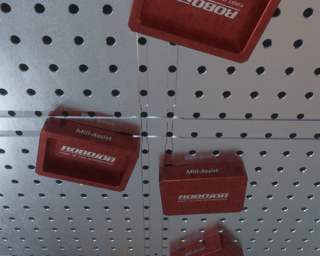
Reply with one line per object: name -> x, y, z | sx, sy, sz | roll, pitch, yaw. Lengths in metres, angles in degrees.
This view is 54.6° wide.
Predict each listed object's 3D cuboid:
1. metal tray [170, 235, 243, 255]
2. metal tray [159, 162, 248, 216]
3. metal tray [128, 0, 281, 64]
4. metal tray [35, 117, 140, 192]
metal tray -> 0.097, 0.273, 0.641 | 0.130, 0.030, 0.090 | -31, 124, 23
metal tray -> 0.067, 0.099, 0.492 | 0.131, 0.030, 0.090 | -4, 130, 3
metal tray -> 0.043, -0.124, 0.302 | 0.131, 0.030, 0.089 | 13, 129, -12
metal tray -> -0.103, 0.041, 0.441 | 0.131, 0.030, 0.089 | 15, 129, -13
